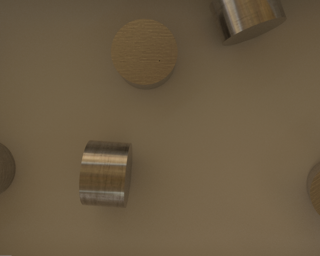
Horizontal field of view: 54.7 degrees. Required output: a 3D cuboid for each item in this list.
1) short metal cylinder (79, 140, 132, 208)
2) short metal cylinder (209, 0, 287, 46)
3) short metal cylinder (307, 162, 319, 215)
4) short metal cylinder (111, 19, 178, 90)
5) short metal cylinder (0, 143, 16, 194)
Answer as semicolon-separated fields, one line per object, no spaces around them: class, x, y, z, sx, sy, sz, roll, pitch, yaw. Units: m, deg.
short metal cylinder;-0.064;0.056;0.383;0.050;0.080;0.080;4;90;0
short metal cylinder;0.108;-0.142;0.384;0.080;0.080;0.050;-19;90;0
short metal cylinder;0.230;0.078;0.388;0.080;0.050;0.079;1;91;20
short metal cylinder;-0.019;-0.092;0.399;0.081;0.050;0.080;0;90;0
short metal cylinder;-0.237;0.055;0.397;0.081;0.050;0.080;0;90;0
